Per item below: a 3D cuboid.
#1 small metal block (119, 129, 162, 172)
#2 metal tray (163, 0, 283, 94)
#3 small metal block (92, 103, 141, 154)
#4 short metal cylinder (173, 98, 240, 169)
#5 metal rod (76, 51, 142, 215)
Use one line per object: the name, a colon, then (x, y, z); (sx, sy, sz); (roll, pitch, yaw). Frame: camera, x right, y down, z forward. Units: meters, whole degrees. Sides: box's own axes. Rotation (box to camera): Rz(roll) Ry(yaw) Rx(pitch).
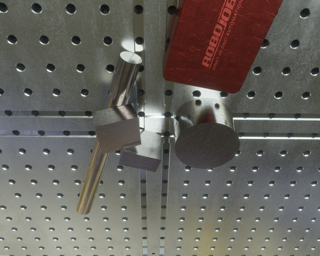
small metal block: (-0.026, 0.028, 0.419); (0.050, 0.050, 0.025); (14, 129, -12)
metal tray: (0.061, -0.103, 0.322); (0.091, 0.030, 0.129); (10, 130, -9)
small metal block: (-0.052, 0.001, 0.380); (0.050, 0.025, 0.050); (-14, 138, -11)
short metal cylinder: (0.058, 0.008, 0.403); (0.081, 0.050, 0.079); (0, 130, 0)
metal rod: (-0.081, 0.029, 0.435); (0.025, 0.025, 0.298); (15, 129, -13)
